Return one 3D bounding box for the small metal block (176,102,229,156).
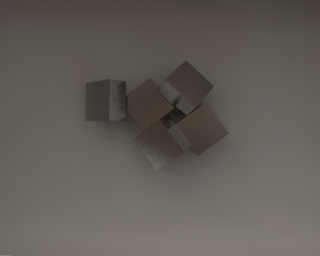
[{"bbox_3d":[0.054,0.001,0.410,0.050,0.025,0.050,-36,90,0],"label":"small metal block"}]

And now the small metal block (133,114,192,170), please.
[{"bbox_3d":[0.003,0.018,0.398,0.050,0.025,0.050,-36,90,31],"label":"small metal block"}]

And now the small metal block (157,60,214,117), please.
[{"bbox_3d":[0.033,-0.051,0.399,0.050,0.025,0.050,43,55,-1],"label":"small metal block"}]

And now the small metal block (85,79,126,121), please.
[{"bbox_3d":[-0.070,-0.034,0.395,0.050,0.025,0.050,0,90,43],"label":"small metal block"}]

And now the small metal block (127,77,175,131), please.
[{"bbox_3d":[-0.017,-0.030,0.409,0.050,0.025,0.050,-38,91,0],"label":"small metal block"}]
